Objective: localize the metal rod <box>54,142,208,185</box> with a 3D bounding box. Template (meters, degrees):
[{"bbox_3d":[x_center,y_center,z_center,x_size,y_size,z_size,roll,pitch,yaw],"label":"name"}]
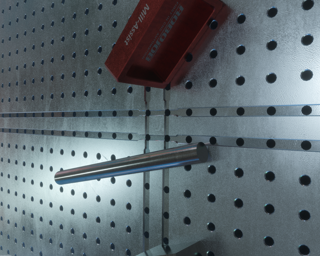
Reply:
[{"bbox_3d":[-0.063,0.059,0.459,0.300,0.025,0.025,-15,81,38],"label":"metal rod"}]

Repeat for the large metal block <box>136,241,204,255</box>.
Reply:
[{"bbox_3d":[0.015,0.190,0.379,0.080,0.050,0.080,-25,74,37],"label":"large metal block"}]

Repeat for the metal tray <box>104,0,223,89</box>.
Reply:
[{"bbox_3d":[0.004,-0.109,0.361,0.030,0.091,0.129,51,120,27],"label":"metal tray"}]
